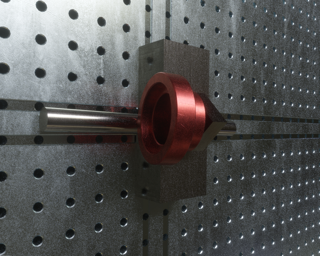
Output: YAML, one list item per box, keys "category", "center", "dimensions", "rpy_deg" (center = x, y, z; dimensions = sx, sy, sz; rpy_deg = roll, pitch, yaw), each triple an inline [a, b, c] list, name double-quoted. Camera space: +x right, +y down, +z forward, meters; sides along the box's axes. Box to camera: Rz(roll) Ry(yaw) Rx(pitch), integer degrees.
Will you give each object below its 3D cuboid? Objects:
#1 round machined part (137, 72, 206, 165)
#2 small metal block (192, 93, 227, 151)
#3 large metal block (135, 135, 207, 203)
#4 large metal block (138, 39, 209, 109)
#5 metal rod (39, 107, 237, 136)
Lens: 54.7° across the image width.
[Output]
- category: "round machined part"
  center: [0.013, -0.009, 0.335]
  dimensions: [0.042, 0.098, 0.097]
  rpy_deg: [5, 87, -26]
- category: "small metal block"
  center: [0.045, -0.007, 0.373]
  dimensions: [0.025, 0.050, 0.050]
  rpy_deg: [1, 46, -40]
- category: "large metal block"
  center: [0.016, 0.049, 0.406]
  dimensions: [0.081, 0.050, 0.080]
  rpy_deg: [2, 89, -40]
- category: "large metal block"
  center: [0.019, -0.065, 0.409]
  dimensions: [0.081, 0.050, 0.080]
  rpy_deg: [1, 90, -40]
- category: "metal rod"
  center: [-0.001, -0.004, 0.408]
  dimensions: [0.302, 0.025, 0.025]
  rpy_deg: [2, 89, -40]
